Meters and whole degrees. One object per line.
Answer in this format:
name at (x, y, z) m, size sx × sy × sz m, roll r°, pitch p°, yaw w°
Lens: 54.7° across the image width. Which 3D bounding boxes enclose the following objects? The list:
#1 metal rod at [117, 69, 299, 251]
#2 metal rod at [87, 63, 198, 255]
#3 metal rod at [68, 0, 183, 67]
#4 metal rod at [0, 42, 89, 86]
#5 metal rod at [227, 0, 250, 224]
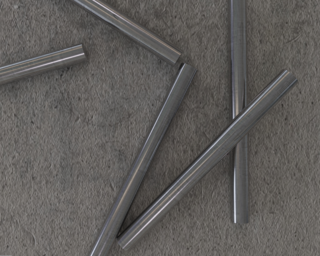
metal rod at (0.055, 0.045, 0.392) m, size 0.025 × 0.025 × 0.300 m, roll 44°, pitch 97°, yaw 0°
metal rod at (-0.026, 0.054, 0.409) m, size 0.025 × 0.025 × 0.299 m, roll 26°, pitch 90°, yaw 0°
metal rod at (-0.103, -0.172, 0.408) m, size 0.301 × 0.025 × 0.025 m, roll 32°, pitch 90°, yaw 0°
metal rod at (-0.244, -0.059, 0.407) m, size 0.302 × 0.025 × 0.025 m, roll -16°, pitch 90°, yaw 0°
metal rod at (0.104, -0.026, 0.410) m, size 0.025 × 0.025 × 0.298 m, roll -1°, pitch 90°, yaw 0°
